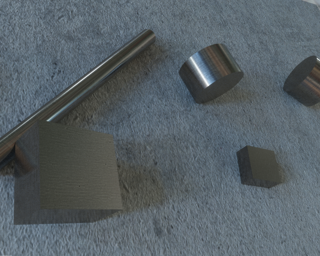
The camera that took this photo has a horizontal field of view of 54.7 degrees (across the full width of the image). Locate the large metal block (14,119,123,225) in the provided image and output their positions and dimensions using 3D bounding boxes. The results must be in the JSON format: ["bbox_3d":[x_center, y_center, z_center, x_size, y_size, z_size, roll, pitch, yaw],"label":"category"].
[{"bbox_3d":[-0.088,0.046,0.298,0.081,0.050,0.080,15,53,-43],"label":"large metal block"}]

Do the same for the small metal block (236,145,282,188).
[{"bbox_3d":[0.142,0.057,0.448,0.050,0.025,0.050,12,57,-22],"label":"small metal block"}]

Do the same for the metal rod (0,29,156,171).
[{"bbox_3d":[-0.092,-0.053,0.387,0.025,0.025,0.301,41,51,-1],"label":"metal rod"}]

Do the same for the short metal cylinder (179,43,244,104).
[{"bbox_3d":[0.075,-0.079,0.460,0.081,0.080,0.050,-17,71,-35],"label":"short metal cylinder"}]

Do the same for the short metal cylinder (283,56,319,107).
[{"bbox_3d":[0.278,-0.087,0.575,0.050,0.080,0.080,35,51,-6],"label":"short metal cylinder"}]
